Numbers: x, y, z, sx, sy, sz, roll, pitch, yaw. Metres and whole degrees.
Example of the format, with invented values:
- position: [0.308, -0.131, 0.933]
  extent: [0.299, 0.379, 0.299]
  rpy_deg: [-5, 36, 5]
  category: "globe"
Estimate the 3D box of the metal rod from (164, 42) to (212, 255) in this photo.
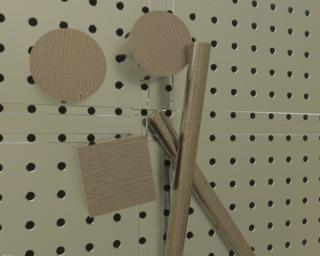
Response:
- position: [0.033, 0.044, 0.397]
  extent: [0.025, 0.025, 0.298]
  rpy_deg: [3, 99, -20]
  category: "metal rod"

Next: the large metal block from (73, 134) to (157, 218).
- position: [-0.056, 0.054, 0.379]
  extent: [0.081, 0.050, 0.080]
  rpy_deg: [-11, 94, -20]
  category: "large metal block"

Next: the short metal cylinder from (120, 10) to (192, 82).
- position: [-0.006, -0.102, 0.397]
  extent: [0.081, 0.050, 0.079]
  rpy_deg: [0, 90, -20]
  category: "short metal cylinder"

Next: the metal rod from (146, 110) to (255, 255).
- position: [0.072, 0.105, 0.439]
  extent: [0.025, 0.025, 0.299]
  rpy_deg: [-37, 102, -16]
  category: "metal rod"

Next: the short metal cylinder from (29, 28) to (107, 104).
- position: [-0.107, -0.069, 0.360]
  extent: [0.081, 0.050, 0.079]
  rpy_deg: [0, 90, -20]
  category: "short metal cylinder"
